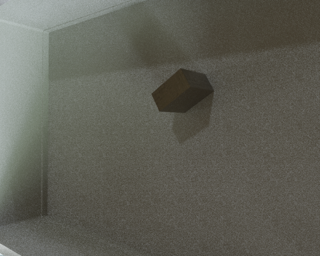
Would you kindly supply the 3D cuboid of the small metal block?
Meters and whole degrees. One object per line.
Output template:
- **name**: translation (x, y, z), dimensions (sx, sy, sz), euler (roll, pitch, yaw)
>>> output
- **small metal block**: translation (0.027, -0.042, 0.369), dimensions (0.050, 0.050, 0.025), euler (-37, 67, 34)
